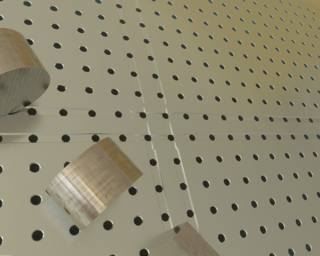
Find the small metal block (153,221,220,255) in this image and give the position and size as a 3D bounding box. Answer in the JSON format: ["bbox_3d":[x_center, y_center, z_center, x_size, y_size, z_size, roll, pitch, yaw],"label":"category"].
[{"bbox_3d":[0.027,0.131,0.327,0.050,0.050,0.025,46,51,3],"label":"small metal block"}]

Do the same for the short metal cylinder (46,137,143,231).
[{"bbox_3d":[-0.063,0.054,0.306,0.050,0.080,0.080,47,51,4],"label":"short metal cylinder"}]

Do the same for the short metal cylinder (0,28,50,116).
[{"bbox_3d":[-0.163,-0.055,0.319,0.081,0.080,0.050,-27,77,-37],"label":"short metal cylinder"}]
